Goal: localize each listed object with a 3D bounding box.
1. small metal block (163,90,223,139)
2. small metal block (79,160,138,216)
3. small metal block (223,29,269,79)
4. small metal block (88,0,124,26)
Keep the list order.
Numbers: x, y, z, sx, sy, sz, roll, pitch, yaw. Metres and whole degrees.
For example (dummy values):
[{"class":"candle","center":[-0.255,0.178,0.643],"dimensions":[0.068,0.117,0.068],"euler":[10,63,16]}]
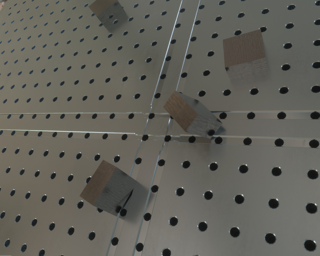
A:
[{"class":"small metal block","center":[0.040,-0.016,0.378],"dimensions":[0.025,0.050,0.050],"euler":[-55,48,18]},{"class":"small metal block","center":[-0.061,0.074,0.380],"dimensions":[0.025,0.050,0.050],"euler":[21,73,36]},{"class":"small metal block","center":[0.112,-0.097,0.410],"dimensions":[0.050,0.025,0.050],"euler":[-11,57,22]},{"class":"small metal block","center":[-0.106,-0.236,0.610],"dimensions":[0.050,0.025,0.050],"euler":[-38,51,2]}]
